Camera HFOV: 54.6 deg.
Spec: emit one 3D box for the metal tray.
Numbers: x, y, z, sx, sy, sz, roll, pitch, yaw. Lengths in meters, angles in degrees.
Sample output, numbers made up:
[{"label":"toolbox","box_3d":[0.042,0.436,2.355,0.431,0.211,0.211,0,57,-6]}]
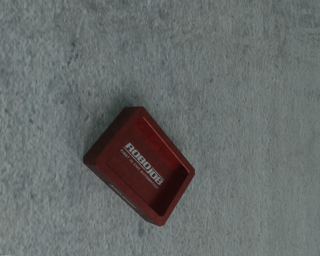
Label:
[{"label":"metal tray","box_3d":[-0.019,0.048,0.384,0.130,0.030,0.090,51,60,-28]}]
